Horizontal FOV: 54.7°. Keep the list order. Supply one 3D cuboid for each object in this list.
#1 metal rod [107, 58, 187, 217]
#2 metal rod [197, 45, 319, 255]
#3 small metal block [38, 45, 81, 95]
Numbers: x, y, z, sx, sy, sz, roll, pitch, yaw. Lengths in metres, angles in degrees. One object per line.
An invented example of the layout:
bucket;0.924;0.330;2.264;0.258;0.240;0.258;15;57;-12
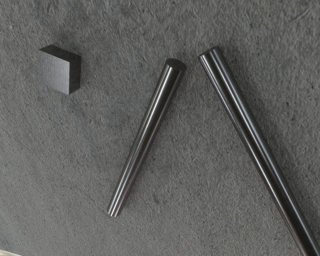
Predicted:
metal rod;-0.030;0.035;0.442;0.025;0.025;0.298;31;128;8
metal rod;0.125;0.043;0.366;0.025;0.025;0.299;-20;108;35
small metal block;-0.138;-0.081;0.428;0.050;0.025;0.050;23;127;13
